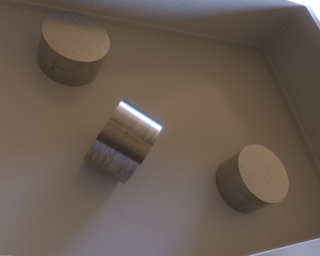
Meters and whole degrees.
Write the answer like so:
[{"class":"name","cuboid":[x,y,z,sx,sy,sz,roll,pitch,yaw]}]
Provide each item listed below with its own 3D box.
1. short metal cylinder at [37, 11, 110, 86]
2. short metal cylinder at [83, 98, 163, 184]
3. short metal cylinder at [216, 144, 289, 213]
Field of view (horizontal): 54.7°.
[{"class":"short metal cylinder","cuboid":[-0.110,-0.100,0.392,0.081,0.050,0.080,14,56,-21]},{"class":"short metal cylinder","cuboid":[-0.040,0.014,0.341,0.050,0.080,0.080,33,51,-7]},{"class":"short metal cylinder","cuboid":[0.123,0.069,0.416,0.081,0.050,0.080,14,56,-21]}]
